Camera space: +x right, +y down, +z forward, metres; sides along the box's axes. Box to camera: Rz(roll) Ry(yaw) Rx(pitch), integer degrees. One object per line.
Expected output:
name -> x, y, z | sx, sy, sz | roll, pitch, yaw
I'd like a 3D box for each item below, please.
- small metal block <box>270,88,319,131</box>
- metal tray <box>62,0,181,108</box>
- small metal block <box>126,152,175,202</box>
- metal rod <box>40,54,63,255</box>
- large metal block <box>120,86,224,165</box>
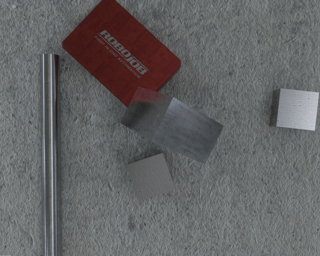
small metal block -> 0.178, -0.024, 0.412 | 0.050, 0.025, 0.050 | 6, 90, -1
metal tray -> -0.049, -0.094, 0.407 | 0.130, 0.030, 0.090 | 43, 90, -1
small metal block -> -0.012, 0.063, 0.410 | 0.050, 0.025, 0.050 | -19, 90, -1
metal rod -> -0.143, 0.054, 0.408 | 0.025, 0.025, 0.298 | -1, 90, -1
large metal block -> 0.013, -0.004, 0.367 | 0.080, 0.080, 0.050 | 26, 90, -34
